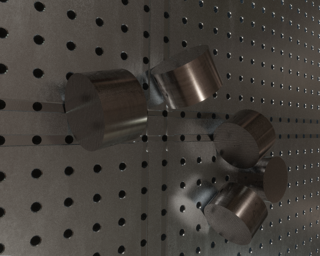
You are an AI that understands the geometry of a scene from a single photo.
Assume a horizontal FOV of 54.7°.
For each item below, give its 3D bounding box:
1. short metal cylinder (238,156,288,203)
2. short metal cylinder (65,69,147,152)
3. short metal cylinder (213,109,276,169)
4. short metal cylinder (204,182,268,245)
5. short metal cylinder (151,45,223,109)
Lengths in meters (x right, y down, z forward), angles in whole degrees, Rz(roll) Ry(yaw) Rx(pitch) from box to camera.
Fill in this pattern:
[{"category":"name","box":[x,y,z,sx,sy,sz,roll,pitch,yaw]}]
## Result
[{"category":"short metal cylinder","box":[0.183,0.088,0.550,0.081,0.050,0.079,0,90,-40]},{"category":"short metal cylinder","box":[-0.058,-0.020,0.326,0.050,0.080,0.079,-16,100,-39]},{"category":"short metal cylinder","box":[0.132,0.017,0.487,0.050,0.080,0.080,-33,111,-35]},{"category":"short metal cylinder","box":[0.115,0.130,0.473,0.050,0.080,0.080,-40,115,-33]},{"category":"short metal cylinder","box":[0.035,-0.067,0.405,0.080,0.080,0.050,-42,116,-32]}]
